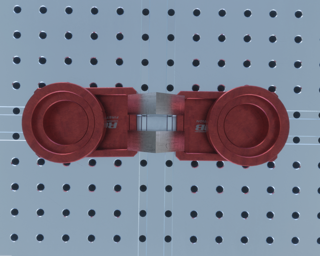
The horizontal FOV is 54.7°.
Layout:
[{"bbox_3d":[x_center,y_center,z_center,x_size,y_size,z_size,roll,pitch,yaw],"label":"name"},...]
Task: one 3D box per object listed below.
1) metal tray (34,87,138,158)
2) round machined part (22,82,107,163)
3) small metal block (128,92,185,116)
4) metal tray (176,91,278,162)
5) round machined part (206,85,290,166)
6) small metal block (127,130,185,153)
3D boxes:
[{"bbox_3d":[-0.095,-0.007,0.411,0.131,0.030,0.089,-1,92,0],"label":"metal tray"},{"bbox_3d":[-0.116,-0.006,0.391,0.099,0.042,0.097,0,90,0],"label":"round machined part"},{"bbox_3d":[-0.005,-0.029,0.386,0.050,0.050,0.025,1,90,44],"label":"small metal block"},{"bbox_3d":[0.086,-0.002,0.412,0.131,0.030,0.089,1,90,0],"label":"metal tray"},{"bbox_3d":[0.107,-0.003,0.393,0.099,0.042,0.097,0,90,0],"label":"round machined part"},{"bbox_3d":[-0.005,0.016,0.386,0.050,0.050,0.025,1,90,44],"label":"small metal block"}]
